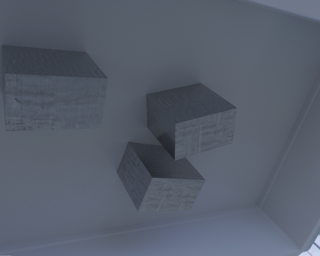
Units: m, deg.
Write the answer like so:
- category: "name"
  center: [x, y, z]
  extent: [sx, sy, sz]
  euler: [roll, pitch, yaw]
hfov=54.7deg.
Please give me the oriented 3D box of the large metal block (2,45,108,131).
- category: "large metal block"
  center: [-0.103, -0.039, 0.293]
  extent: [0.081, 0.080, 0.050]
  euler: [-2, 119, -28]

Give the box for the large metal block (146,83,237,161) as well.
- category: "large metal block"
  center: [0.036, -0.012, 0.387]
  extent: [0.081, 0.080, 0.050]
  euler: [-14, 125, -21]

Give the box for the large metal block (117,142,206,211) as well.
- category: "large metal block"
  center: [-0.001, 0.064, 0.414]
  extent: [0.081, 0.080, 0.050]
  euler: [9, 114, -33]
